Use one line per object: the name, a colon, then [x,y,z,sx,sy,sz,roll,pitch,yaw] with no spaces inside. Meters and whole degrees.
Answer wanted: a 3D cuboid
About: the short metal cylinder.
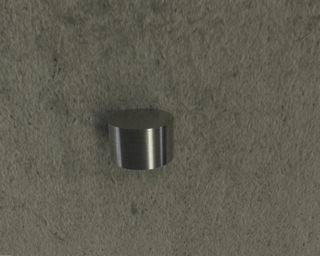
short metal cylinder: [-0.023,0.011,0.384,0.081,0.080,0.050,-1,110,0]
